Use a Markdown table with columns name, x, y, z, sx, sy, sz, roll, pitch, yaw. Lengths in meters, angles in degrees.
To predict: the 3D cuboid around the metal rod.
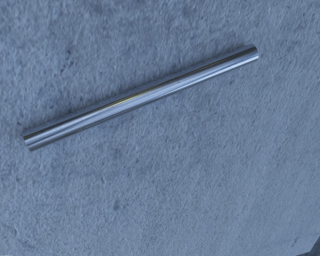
| name | x | y | z | sx | sy | sz | roll | pitch | yaw |
| --- | --- | --- | --- | --- | --- | --- | --- | --- | --- |
| metal rod | -0.011 | -0.043 | 0.375 | 0.302 | 0.025 | 0.025 | -23 | 127 | -15 |
